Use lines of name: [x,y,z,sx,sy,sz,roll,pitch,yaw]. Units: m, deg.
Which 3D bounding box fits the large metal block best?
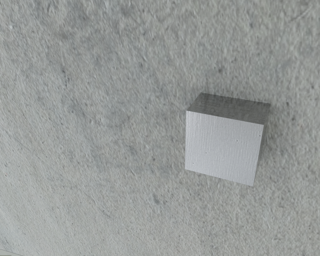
large metal block: [0.076,0.011,0.357,0.080,0.050,0.079,12,124,21]
